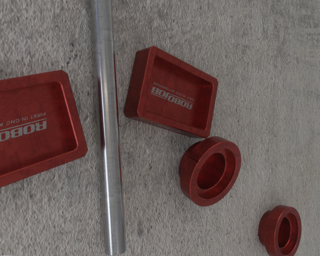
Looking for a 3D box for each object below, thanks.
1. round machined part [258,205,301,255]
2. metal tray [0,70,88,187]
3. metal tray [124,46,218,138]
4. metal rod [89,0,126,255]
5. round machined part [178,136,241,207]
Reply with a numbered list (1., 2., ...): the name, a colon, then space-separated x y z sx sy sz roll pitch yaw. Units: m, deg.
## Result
1. round machined part: 0.221 0.193 0.579 0.099 0.042 0.097 0 90 -40
2. metal tray: -0.140 0.003 0.283 0.131 0.030 0.089 -20 103 -38
3. metal tray: 0.020 -0.043 0.417 0.131 0.030 0.090 18 79 -39
4. metal rod: -0.060 -0.006 0.354 0.025 0.025 0.298 -5 93 -40
5. round machined part: 0.065 0.057 0.436 0.099 0.042 0.097 -17 119 -33
